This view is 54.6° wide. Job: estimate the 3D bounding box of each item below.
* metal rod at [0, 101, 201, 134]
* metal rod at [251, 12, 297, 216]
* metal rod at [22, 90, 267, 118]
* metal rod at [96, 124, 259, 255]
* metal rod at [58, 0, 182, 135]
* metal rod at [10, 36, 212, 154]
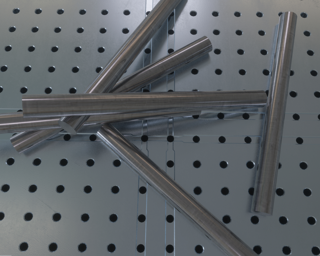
[{"bbox_3d":[-0.095,-0.015,0.395,0.302,0.025,0.025,-6,70,-11],"label":"metal rod"},{"bbox_3d":[0.160,-0.033,0.424,0.025,0.025,0.299,13,70,5],"label":"metal rod"},{"bbox_3d":[-0.001,-0.031,0.376,0.302,0.025,0.025,-4,69,-21],"label":"metal rod"},{"bbox_3d":[0.037,0.097,0.376,0.300,0.025,0.025,40,75,13],"label":"metal rod"},{"bbox_3d":[-0.036,-0.113,0.425,0.025,0.025,0.301,27,62,9],"label":"metal rod"},{"bbox_3d":[-0.059,-0.051,0.430,0.301,0.025,0.025,-30,73,-11],"label":"metal rod"}]
